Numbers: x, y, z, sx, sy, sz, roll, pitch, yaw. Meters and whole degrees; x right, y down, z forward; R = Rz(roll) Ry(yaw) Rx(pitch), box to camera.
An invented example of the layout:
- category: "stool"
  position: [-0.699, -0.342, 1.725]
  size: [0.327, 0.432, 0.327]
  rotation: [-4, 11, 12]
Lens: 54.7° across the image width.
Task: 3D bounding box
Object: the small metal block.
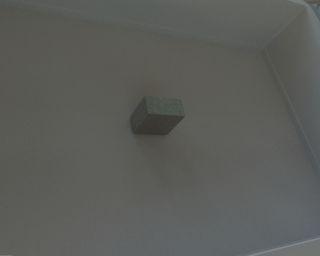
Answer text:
- category: "small metal block"
  position: [-0.004, -0.015, 0.393]
  size: [0.050, 0.050, 0.025]
  rotation: [3, 60, -27]
